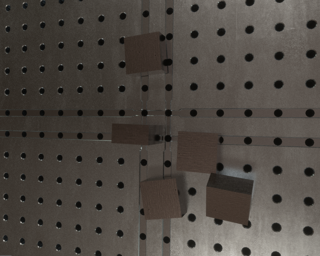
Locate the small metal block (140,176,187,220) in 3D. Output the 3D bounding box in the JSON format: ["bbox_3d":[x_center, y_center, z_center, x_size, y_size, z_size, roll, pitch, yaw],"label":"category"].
[{"bbox_3d":[0.005,0.092,0.410,0.050,0.025,0.050,-10,87,19],"label":"small metal block"}]

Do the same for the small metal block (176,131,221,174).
[{"bbox_3d":[0.050,0.030,0.395,0.050,0.025,0.050,3,91,19],"label":"small metal block"}]

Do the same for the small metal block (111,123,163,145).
[{"bbox_3d":[-0.029,0.008,0.409,0.050,0.050,0.025,3,91,19],"label":"small metal block"}]

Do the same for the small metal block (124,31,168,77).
[{"bbox_3d":[-0.019,-0.098,0.418,0.050,0.025,0.050,-4,89,19],"label":"small metal block"}]

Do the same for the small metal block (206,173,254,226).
[{"bbox_3d":[0.083,0.085,0.371,0.050,0.025,0.050,8,124,19],"label":"small metal block"}]
